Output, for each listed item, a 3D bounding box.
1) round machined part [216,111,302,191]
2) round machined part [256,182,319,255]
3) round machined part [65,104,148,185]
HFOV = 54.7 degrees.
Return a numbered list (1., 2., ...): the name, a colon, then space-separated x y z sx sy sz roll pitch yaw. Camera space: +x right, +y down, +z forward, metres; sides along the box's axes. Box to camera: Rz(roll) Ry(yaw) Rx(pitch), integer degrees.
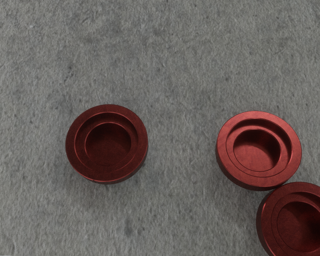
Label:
1. round machined part: 0.119 0.031 0.385 0.099 0.042 0.098 -2 63 4
2. round machined part: 0.160 0.114 0.359 0.099 0.042 0.098 0 70 -1
3. round machined part: -0.064 0.023 0.390 0.099 0.042 0.098 0 70 -1
